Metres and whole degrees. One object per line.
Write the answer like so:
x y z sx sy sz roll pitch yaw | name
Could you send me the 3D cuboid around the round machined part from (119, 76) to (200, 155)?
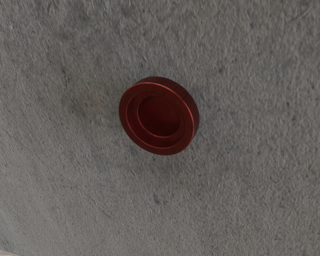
0.002 -0.018 0.382 0.098 0.042 0.097 13 124 20 | round machined part
